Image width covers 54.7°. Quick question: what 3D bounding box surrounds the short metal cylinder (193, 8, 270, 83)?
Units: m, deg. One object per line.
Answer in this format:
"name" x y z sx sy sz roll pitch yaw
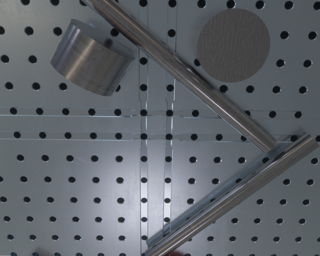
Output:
"short metal cylinder" 0.081 -0.098 0.365 0.081 0.050 0.079 0 110 0

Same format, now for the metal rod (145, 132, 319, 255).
"metal rod" 0.096 0.109 0.454 0.300 0.025 0.025 -40 105 13

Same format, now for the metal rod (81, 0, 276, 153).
"metal rod" 0.033 -0.066 0.389 0.301 0.025 0.025 38 106 -13

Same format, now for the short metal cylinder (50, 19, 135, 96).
"short metal cylinder" -0.076 -0.080 0.354 0.080 0.080 0.050 31 107 -11
